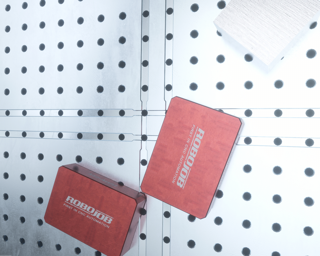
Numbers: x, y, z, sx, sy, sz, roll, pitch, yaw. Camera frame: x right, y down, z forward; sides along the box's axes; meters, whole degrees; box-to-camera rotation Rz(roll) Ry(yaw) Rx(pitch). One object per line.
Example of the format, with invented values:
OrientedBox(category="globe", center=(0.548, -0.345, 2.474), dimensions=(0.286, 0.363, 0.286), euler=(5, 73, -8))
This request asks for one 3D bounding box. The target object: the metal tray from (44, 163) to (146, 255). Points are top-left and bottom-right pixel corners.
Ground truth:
OrientedBox(category="metal tray", center=(-0.095, 0.115, 0.442), dimensions=(0.130, 0.030, 0.089), euler=(20, 97, 18))

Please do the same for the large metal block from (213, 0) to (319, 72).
OrientedBox(category="large metal block", center=(0.122, -0.123, 0.356), dimensions=(0.080, 0.050, 0.080), euler=(44, 103, 14))

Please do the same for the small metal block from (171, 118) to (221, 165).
OrientedBox(category="small metal block", center=(0.049, 0.015, 0.395), dimensions=(0.050, 0.025, 0.050), euler=(23, 97, 18))

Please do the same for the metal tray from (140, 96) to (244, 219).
OrientedBox(category="metal tray", center=(0.039, 0.035, 0.388), dimensions=(0.090, 0.030, 0.129), euler=(22, 97, 18))
